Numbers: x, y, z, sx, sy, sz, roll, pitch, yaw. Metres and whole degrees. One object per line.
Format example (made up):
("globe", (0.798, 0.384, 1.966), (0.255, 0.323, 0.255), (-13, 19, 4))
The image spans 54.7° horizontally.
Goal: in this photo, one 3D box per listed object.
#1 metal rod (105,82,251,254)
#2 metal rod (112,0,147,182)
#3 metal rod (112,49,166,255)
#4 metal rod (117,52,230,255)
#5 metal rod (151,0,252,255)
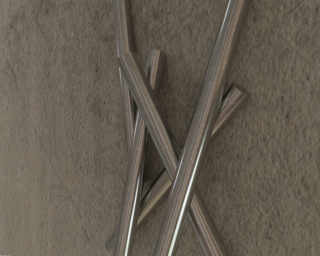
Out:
("metal rod", (0.008, 0.067, 0.396), (0.025, 0.025, 0.298), (51, 119, 28))
("metal rod", (-0.046, -0.072, 0.440), (0.025, 0.025, 0.298), (-10, 84, 39))
("metal rod", (-0.029, 0.047, 0.402), (0.025, 0.025, 0.298), (8, 88, 39))
("metal rod", (0.021, 0.049, 0.354), (0.025, 0.025, 0.299), (-30, 81, 36))
("metal rod", (0.046, -0.007, 0.328), (0.025, 0.025, 0.298), (16, 88, 38))
